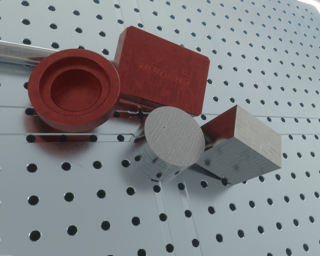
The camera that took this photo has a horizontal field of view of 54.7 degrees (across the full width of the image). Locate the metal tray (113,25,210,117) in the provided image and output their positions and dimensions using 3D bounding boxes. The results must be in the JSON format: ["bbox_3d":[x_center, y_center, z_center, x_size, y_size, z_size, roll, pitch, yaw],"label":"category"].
[{"bbox_3d":[0.002,-0.073,0.425,0.131,0.030,0.090,15,78,-25],"label":"metal tray"}]

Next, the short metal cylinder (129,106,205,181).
[{"bbox_3d":[0.008,0.020,0.386,0.081,0.050,0.080,14,56,-21],"label":"short metal cylinder"}]

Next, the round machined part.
[{"bbox_3d":[-0.095,-0.039,0.358,0.099,0.042,0.098,3,66,-6],"label":"round machined part"}]

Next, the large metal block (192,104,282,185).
[{"bbox_3d":[0.099,0.026,0.405,0.080,0.080,0.050,31,51,-20],"label":"large metal block"}]

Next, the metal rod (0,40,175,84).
[{"bbox_3d":[-0.076,-0.082,0.418,0.303,0.025,0.025,4,60,-27],"label":"metal rod"}]
